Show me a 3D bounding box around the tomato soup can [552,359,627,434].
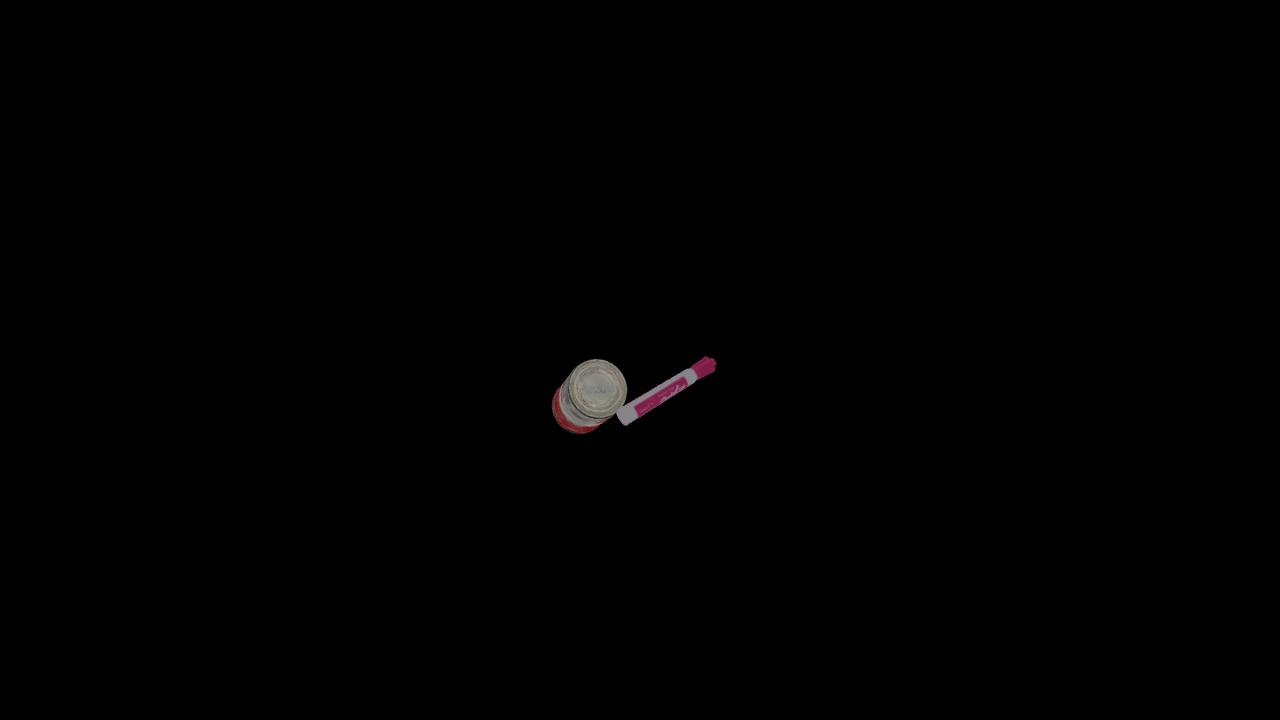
[{"bbox_3d":[-0.059,0.042,0.697,0.068,0.068,0.101,0,-16,-18],"label":"tomato soup can"}]

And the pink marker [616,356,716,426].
[{"bbox_3d":[0.030,0.030,0.641,0.121,0.020,0.020,-30,10,-18],"label":"pink marker"}]
